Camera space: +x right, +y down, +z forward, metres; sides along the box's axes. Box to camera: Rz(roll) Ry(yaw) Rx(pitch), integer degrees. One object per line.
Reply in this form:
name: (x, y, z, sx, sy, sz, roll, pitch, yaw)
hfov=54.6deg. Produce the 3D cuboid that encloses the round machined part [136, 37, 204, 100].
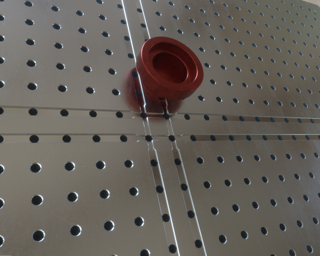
round machined part: (0.011, -0.082, 0.452, 0.099, 0.042, 0.098, 13, 56, -21)
